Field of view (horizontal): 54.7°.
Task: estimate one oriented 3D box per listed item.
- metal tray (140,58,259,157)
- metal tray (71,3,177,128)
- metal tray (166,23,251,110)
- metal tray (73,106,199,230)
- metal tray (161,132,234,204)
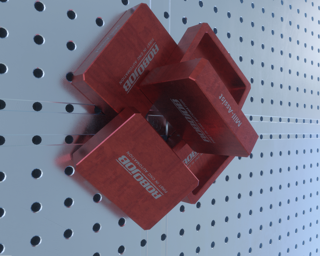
[{"bbox_3d":[0.047,-0.019,0.368,0.130,0.090,0.030,48,61,-30],"label":"metal tray"},{"bbox_3d":[-0.033,-0.075,0.379,0.090,0.030,0.130,47,62,-30],"label":"metal tray"},{"bbox_3d":[0.069,-0.065,0.426,0.130,0.030,0.090,44,64,-32],"label":"metal tray"},{"bbox_3d":[-0.024,0.050,0.363,0.090,0.030,0.130,-42,119,-4],"label":"metal tray"},{"bbox_3d":[0.059,0.035,0.456,0.131,0.030,0.090,-41,115,-32],"label":"metal tray"}]
